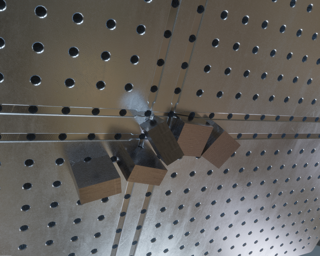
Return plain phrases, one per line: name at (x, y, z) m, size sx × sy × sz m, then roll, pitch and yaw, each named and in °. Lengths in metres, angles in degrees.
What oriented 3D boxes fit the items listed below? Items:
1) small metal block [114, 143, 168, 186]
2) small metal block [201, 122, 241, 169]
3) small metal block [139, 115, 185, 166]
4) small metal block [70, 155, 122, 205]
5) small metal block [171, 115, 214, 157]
small metal block at (-0.026, 0.048, 0.410) m, size 0.050 × 0.050 × 0.025 m, roll 16°, pitch 110°, yaw -35°
small metal block at (0.087, 0.028, 0.475) m, size 0.050 × 0.025 × 0.050 m, roll -48°, pitch 129°, yaw 6°
small metal block at (0.001, 0.014, 0.394) m, size 0.025 × 0.050 × 0.050 m, roll -32°, pitch 106°, yaw -8°
small metal block at (-0.081, 0.063, 0.389) m, size 0.050 × 0.050 × 0.025 m, roll -13°, pitch 124°, yaw -22°
small metal block at (0.040, 0.012, 0.440) m, size 0.050 × 0.025 × 0.050 m, roll 7°, pitch 115°, yaw -32°
